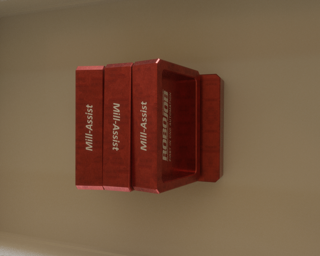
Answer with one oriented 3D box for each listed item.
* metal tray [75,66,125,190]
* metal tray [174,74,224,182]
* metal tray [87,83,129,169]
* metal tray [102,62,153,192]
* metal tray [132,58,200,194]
[{"bbox_3d":[-0.067,0.000,0.363,0.030,0.090,0.129,0,90,7],"label":"metal tray"},{"bbox_3d":[0.033,0.000,0.394,0.090,0.030,0.129,1,90,20],"label":"metal tray"},{"bbox_3d":[-0.053,-0.002,0.424,0.090,0.030,0.129,1,90,20],"label":"metal tray"},{"bbox_3d":[-0.028,0.000,0.351,0.030,0.090,0.129,0,88,20],"label":"metal tray"},{"bbox_3d":[0.010,-0.002,0.336,0.030,0.091,0.129,0,90,34],"label":"metal tray"}]
